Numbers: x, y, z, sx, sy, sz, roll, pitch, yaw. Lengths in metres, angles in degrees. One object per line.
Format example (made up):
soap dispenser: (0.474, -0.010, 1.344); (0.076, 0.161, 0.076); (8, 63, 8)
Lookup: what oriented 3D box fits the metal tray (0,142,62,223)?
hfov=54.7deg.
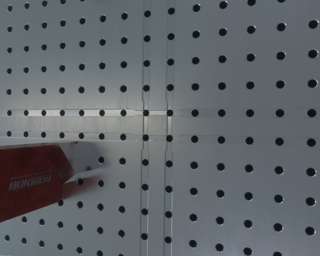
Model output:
metal tray: (-0.186, 0.068, 0.422); (0.030, 0.130, 0.089); (4, 91, 20)

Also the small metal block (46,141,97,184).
small metal block: (-0.126, 0.048, 0.444); (0.025, 0.050, 0.050); (-38, 78, 16)
